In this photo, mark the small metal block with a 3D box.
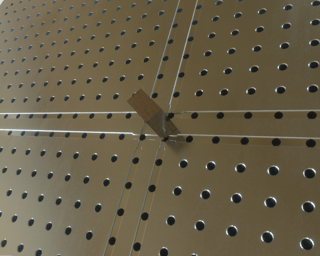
[{"bbox_3d":[-0.010,-0.017,0.407,0.025,0.050,0.050,-43,51,-1],"label":"small metal block"}]
